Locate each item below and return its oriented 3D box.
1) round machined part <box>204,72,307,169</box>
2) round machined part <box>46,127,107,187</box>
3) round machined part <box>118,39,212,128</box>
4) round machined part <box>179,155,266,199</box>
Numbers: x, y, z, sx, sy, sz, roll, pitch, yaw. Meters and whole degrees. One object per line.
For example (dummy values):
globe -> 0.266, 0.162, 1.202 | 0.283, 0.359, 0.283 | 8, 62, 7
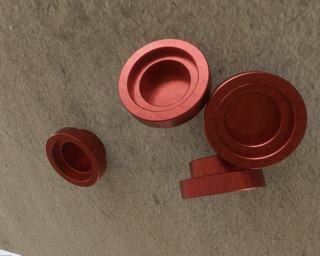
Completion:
round machined part -> 0.096, -0.010, 0.324 | 0.099, 0.042, 0.097 | 2, 103, 8
round machined part -> -0.125, 0.041, 0.485 | 0.098, 0.042, 0.097 | 13, 124, 20
round machined part -> 0.008, -0.045, 0.340 | 0.098, 0.098, 0.042 | 12, 163, 21
round machined part -> 0.071, 0.056, 0.369 | 0.098, 0.099, 0.042 | -18, 74, 35
